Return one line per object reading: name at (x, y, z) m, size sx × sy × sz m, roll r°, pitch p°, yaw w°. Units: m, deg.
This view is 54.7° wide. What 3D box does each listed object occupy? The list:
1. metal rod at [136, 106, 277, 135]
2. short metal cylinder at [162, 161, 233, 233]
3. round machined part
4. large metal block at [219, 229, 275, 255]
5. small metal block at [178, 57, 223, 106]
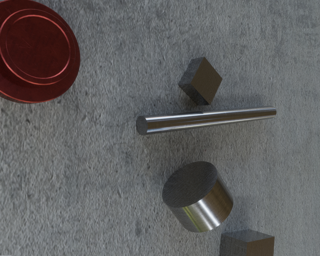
metal rod at (0.092, -0.016, 0.484) m, size 0.302 × 0.025 × 0.025 m, roll -7°, pitch 95°, yaw -40°
short metal cylinder at (0.050, 0.090, 0.414) m, size 0.080 × 0.080 × 0.050 m, roll -48°, pitch 119°, yaw -29°
round machined part at (-0.121, -0.073, 0.293) m, size 0.099 × 0.042 × 0.097 m, roll 0°, pitch 90°, yaw -40°
large metal block at (0.143, 0.218, 0.512) m, size 0.081 × 0.050 × 0.080 m, roll 9°, pitch 84°, yaw -40°
small metal block at (0.061, -0.068, 0.458) m, size 0.050 × 0.025 × 0.050 m, roll 42°, pitch 65°, yaw -32°
